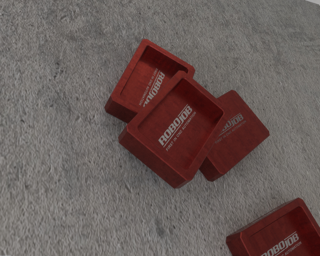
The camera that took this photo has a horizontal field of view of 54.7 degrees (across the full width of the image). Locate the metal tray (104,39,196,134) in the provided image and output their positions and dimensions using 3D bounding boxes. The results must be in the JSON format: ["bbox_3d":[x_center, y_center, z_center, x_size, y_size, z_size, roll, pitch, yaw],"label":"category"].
[{"bbox_3d":[-0.009,-0.056,0.429,0.090,0.030,0.130,29,52,-10],"label":"metal tray"}]

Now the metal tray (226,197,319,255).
[{"bbox_3d":[0.155,0.153,0.390,0.131,0.030,0.090,-14,69,-34],"label":"metal tray"}]

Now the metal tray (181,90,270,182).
[{"bbox_3d":[0.090,0.006,0.445,0.131,0.030,0.090,-30,78,-38],"label":"metal tray"}]

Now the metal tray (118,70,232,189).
[{"bbox_3d":[0.023,-0.003,0.375,0.090,0.030,0.131,40,51,-1],"label":"metal tray"}]
